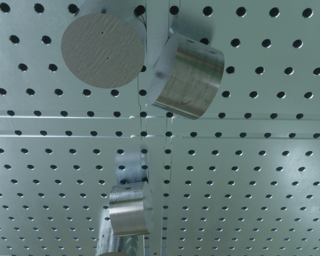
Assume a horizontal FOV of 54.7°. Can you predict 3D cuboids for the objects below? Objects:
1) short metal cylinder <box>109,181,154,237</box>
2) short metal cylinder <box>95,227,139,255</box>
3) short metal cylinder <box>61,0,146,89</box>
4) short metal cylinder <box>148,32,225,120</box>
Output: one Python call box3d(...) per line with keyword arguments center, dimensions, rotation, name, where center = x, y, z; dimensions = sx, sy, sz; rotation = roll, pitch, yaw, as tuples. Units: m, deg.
box3d(center=(-0.042, 0.126, 0.482), dimensions=(0.050, 0.080, 0.080), rotation=(-8, 130, 7), name="short metal cylinder")
box3d(center=(-0.081, 0.234, 0.593), dimensions=(0.081, 0.050, 0.079), rotation=(0, 130, 0), name="short metal cylinder")
box3d(center=(-0.055, -0.088, 0.320), dimensions=(0.081, 0.050, 0.079), rotation=(0, 130, 0), name="short metal cylinder")
box3d(center=(0.025, -0.054, 0.330), dimensions=(0.050, 0.080, 0.079), rotation=(19, 128, -15), name="short metal cylinder")
